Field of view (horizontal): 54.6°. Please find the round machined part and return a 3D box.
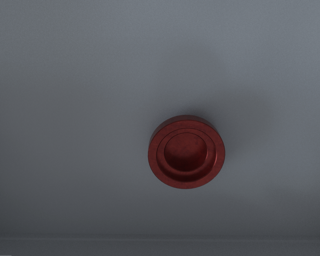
[{"bbox_3d":[0.034,0.028,0.413,0.099,0.042,0.097,0,110,0],"label":"round machined part"}]
